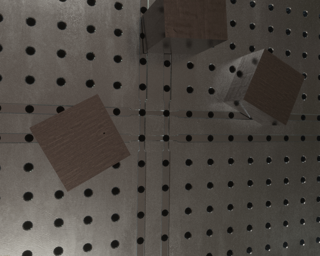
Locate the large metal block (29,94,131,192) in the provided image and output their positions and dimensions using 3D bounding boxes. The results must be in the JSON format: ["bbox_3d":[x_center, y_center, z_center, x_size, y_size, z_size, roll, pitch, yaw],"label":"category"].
[{"bbox_3d":[-0.094,0.015,0.365,0.080,0.050,0.080,-30,100,-18],"label":"large metal block"}]

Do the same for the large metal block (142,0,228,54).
[{"bbox_3d":[0.028,-0.128,0.395,0.081,0.080,0.050,-4,92,-20],"label":"large metal block"}]

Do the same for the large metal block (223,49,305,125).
[{"bbox_3d":[0.154,-0.057,0.458,0.080,0.050,0.080,27,81,-18],"label":"large metal block"}]
